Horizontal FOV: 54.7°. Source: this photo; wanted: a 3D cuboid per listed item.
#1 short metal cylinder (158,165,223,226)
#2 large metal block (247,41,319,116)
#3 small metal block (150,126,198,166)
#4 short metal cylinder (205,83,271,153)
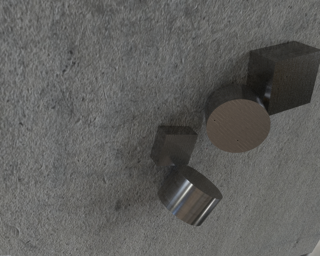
[{"bbox_3d":[0.044,0.096,0.455,0.080,0.080,0.050,26,104,-37],"label":"short metal cylinder"},{"bbox_3d":[0.173,-0.072,0.441,0.081,0.050,0.079,-17,125,-19],"label":"large metal block"},{"bbox_3d":[0.019,0.025,0.433,0.050,0.025,0.050,1,118,-29],"label":"small metal block"},{"bbox_3d":[0.102,-0.013,0.417,0.080,0.050,0.079,2,121,4],"label":"short metal cylinder"}]
